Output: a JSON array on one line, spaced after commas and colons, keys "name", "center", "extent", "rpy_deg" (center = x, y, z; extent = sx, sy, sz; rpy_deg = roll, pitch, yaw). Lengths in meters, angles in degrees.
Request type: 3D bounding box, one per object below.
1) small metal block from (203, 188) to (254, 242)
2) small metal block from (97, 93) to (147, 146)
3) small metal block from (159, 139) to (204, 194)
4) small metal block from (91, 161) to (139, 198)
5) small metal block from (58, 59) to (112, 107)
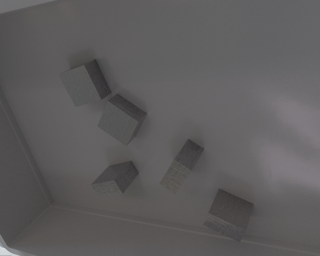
[{"name": "small metal block", "center": [0.092, 0.116, 0.415], "extent": [0.050, 0.050, 0.025], "rpy_deg": [23, 127, 14]}, {"name": "small metal block", "center": [-0.053, -0.011, 0.430], "extent": [0.050, 0.025, 0.050], "rpy_deg": [34, 129, 5]}, {"name": "small metal block", "center": [0.029, 0.050, 0.408], "extent": [0.025, 0.050, 0.050], "rpy_deg": [33, 129, 7]}, {"name": "small metal block", "center": [-0.069, 0.079, 0.478], "extent": [0.050, 0.050, 0.025], "rpy_deg": [-17, 110, 35]}, {"name": "small metal block", "center": [-0.103, -0.061, 0.425], "extent": [0.050, 0.025, 0.050], "rpy_deg": [-11, 113, 32]}]
